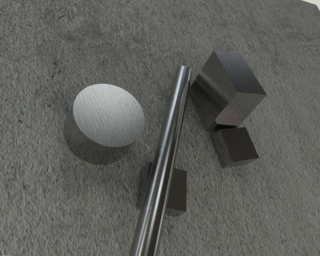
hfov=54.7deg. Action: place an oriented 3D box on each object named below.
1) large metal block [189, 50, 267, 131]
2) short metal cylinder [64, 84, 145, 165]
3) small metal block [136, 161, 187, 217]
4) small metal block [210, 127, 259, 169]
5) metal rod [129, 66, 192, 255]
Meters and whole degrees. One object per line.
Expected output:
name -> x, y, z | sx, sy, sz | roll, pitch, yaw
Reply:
large metal block -> 0.092, -0.051, 0.444 | 0.050, 0.079, 0.080 | 2, 51, -28
short metal cylinder -> -0.064, -0.004, 0.356 | 0.081, 0.050, 0.080 | 14, 56, -21
small metal block -> 0.003, 0.072, 0.363 | 0.050, 0.025, 0.050 | 17, 55, -19
small metal block -> 0.107, 0.028, 0.447 | 0.050, 0.025, 0.050 | -4, 64, -30
metal rod -> 0.010, 0.018, 0.373 | 0.025, 0.025, 0.300 | 27, 44, -12
